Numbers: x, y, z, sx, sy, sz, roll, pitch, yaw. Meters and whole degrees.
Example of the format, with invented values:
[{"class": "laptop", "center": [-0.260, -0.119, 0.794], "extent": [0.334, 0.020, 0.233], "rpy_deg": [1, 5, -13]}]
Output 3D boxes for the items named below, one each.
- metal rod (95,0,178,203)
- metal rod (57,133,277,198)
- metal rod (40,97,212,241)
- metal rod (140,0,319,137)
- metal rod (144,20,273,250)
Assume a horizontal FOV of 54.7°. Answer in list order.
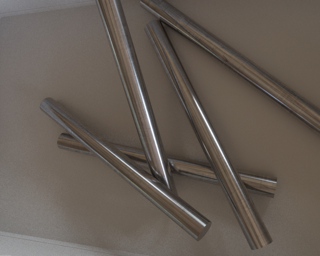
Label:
[{"class": "metal rod", "center": [-0.029, -0.048, 0.350], "extent": [0.025, 0.025, 0.298], "rpy_deg": [-10, 108, 20]}, {"class": "metal rod", "center": [-0.005, 0.044, 0.412], "extent": [0.301, 0.025, 0.025], "rpy_deg": [10, 94, 19]}, {"class": "metal rod", "center": [-0.062, 0.037, 0.399], "extent": [0.300, 0.025, 0.025], "rpy_deg": [33, 101, 29]}, {"class": "metal rod", "center": [0.092, -0.080, 0.377], "extent": [0.300, 0.025, 0.025], "rpy_deg": [40, 103, 15]}, {"class": "metal rod", "center": [0.050, -0.005, 0.374], "extent": [0.025, 0.025, 0.299], "rpy_deg": [-30, 74, 17]}]
